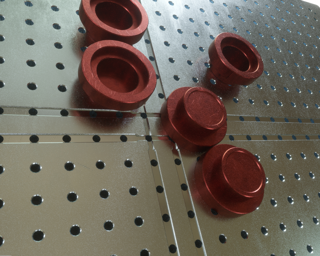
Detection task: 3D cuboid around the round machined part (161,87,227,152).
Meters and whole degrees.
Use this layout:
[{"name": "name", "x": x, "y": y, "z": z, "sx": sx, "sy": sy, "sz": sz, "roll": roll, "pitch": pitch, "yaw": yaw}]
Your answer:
[{"name": "round machined part", "x": 0.054, "y": -0.019, "z": 0.437, "sx": 0.099, "sy": 0.042, "sz": 0.098, "roll": 13, "pitch": 56, "yaw": -21}]

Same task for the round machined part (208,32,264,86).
[{"name": "round machined part", "x": 0.124, "y": -0.113, "z": 0.532, "sx": 0.099, "sy": 0.042, "sz": 0.098, "roll": 13, "pitch": 56, "yaw": -21}]

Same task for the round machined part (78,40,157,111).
[{"name": "round machined part", "x": -0.057, "y": -0.063, "z": 0.405, "sx": 0.099, "sy": 0.042, "sz": 0.098, "roll": 13, "pitch": 56, "yaw": -21}]

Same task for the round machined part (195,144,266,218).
[{"name": "round machined part", "x": 0.099, "y": 0.065, "z": 0.411, "sx": 0.099, "sy": 0.042, "sz": 0.098, "roll": 13, "pitch": 56, "yaw": -21}]

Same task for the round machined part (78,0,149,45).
[{"name": "round machined part", "x": -0.070, "y": -0.157, "z": 0.455, "sx": 0.099, "sy": 0.042, "sz": 0.098, "roll": 13, "pitch": 56, "yaw": -21}]
